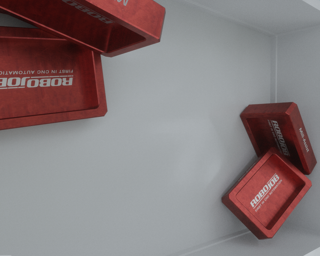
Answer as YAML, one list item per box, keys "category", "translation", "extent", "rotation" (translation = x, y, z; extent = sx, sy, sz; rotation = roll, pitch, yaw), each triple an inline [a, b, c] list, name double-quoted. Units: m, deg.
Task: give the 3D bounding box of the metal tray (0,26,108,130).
- category: "metal tray"
  translation: [-0.120, -0.048, 0.302]
  extent: [0.131, 0.030, 0.089]
  rotation: [-11, 97, -39]

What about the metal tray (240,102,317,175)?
- category: "metal tray"
  translation: [0.204, 0.019, 0.534]
  extent: [0.030, 0.090, 0.130]
  rotation: [-44, 117, -31]

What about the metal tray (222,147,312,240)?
- category: "metal tray"
  translation: [0.177, 0.105, 0.509]
  extent: [0.131, 0.030, 0.090]
  rotation: [-40, 79, -25]

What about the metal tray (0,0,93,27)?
- category: "metal tray"
  translation: [-0.110, -0.142, 0.271]
  extent: [0.131, 0.089, 0.030]
  rotation: [-1, 52, -40]

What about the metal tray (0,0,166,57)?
- category: "metal tray"
  translation: [-0.072, -0.104, 0.263]
  extent: [0.131, 0.090, 0.030]
  rotation: [17, 80, -39]
